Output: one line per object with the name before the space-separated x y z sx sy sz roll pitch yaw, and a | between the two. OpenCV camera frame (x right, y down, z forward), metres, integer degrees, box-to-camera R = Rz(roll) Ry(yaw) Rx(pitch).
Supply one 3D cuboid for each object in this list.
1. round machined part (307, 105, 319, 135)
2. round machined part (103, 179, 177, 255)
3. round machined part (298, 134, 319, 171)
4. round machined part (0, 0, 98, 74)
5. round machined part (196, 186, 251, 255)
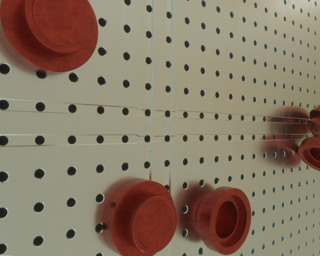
round machined part | 0.362 -0.001 0.671 0.042 0.098 0.098 -38 117 -1
round machined part | -0.017 0.115 0.383 0.099 0.042 0.097 0 90 -40
round machined part | 0.346 0.050 0.649 0.098 0.098 0.042 50 64 -28
round machined part | -0.105 -0.105 0.309 0.099 0.042 0.097 0 90 -40
round machined part | 0.094 0.138 0.476 0.099 0.042 0.097 0 90 -40
